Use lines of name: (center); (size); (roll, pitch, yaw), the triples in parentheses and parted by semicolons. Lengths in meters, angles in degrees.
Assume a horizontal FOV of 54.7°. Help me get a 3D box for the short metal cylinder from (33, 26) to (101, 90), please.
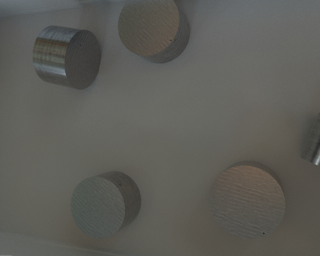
short metal cylinder: (-0.125, -0.097, 0.426); (0.050, 0.080, 0.080); (14, 95, 19)

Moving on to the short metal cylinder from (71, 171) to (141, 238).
short metal cylinder: (-0.073, 0.102, 0.423); (0.080, 0.050, 0.080); (0, 90, 20)

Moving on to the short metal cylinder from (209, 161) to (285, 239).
short metal cylinder: (0.102, 0.081, 0.361); (0.080, 0.050, 0.080); (0, 90, 20)

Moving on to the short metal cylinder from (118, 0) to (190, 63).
short metal cylinder: (-0.006, -0.128, 0.399); (0.080, 0.050, 0.080); (0, 90, 20)

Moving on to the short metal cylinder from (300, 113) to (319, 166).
short metal cylinder: (0.192, 0.021, 0.313); (0.080, 0.080, 0.050); (22, 98, 18)
